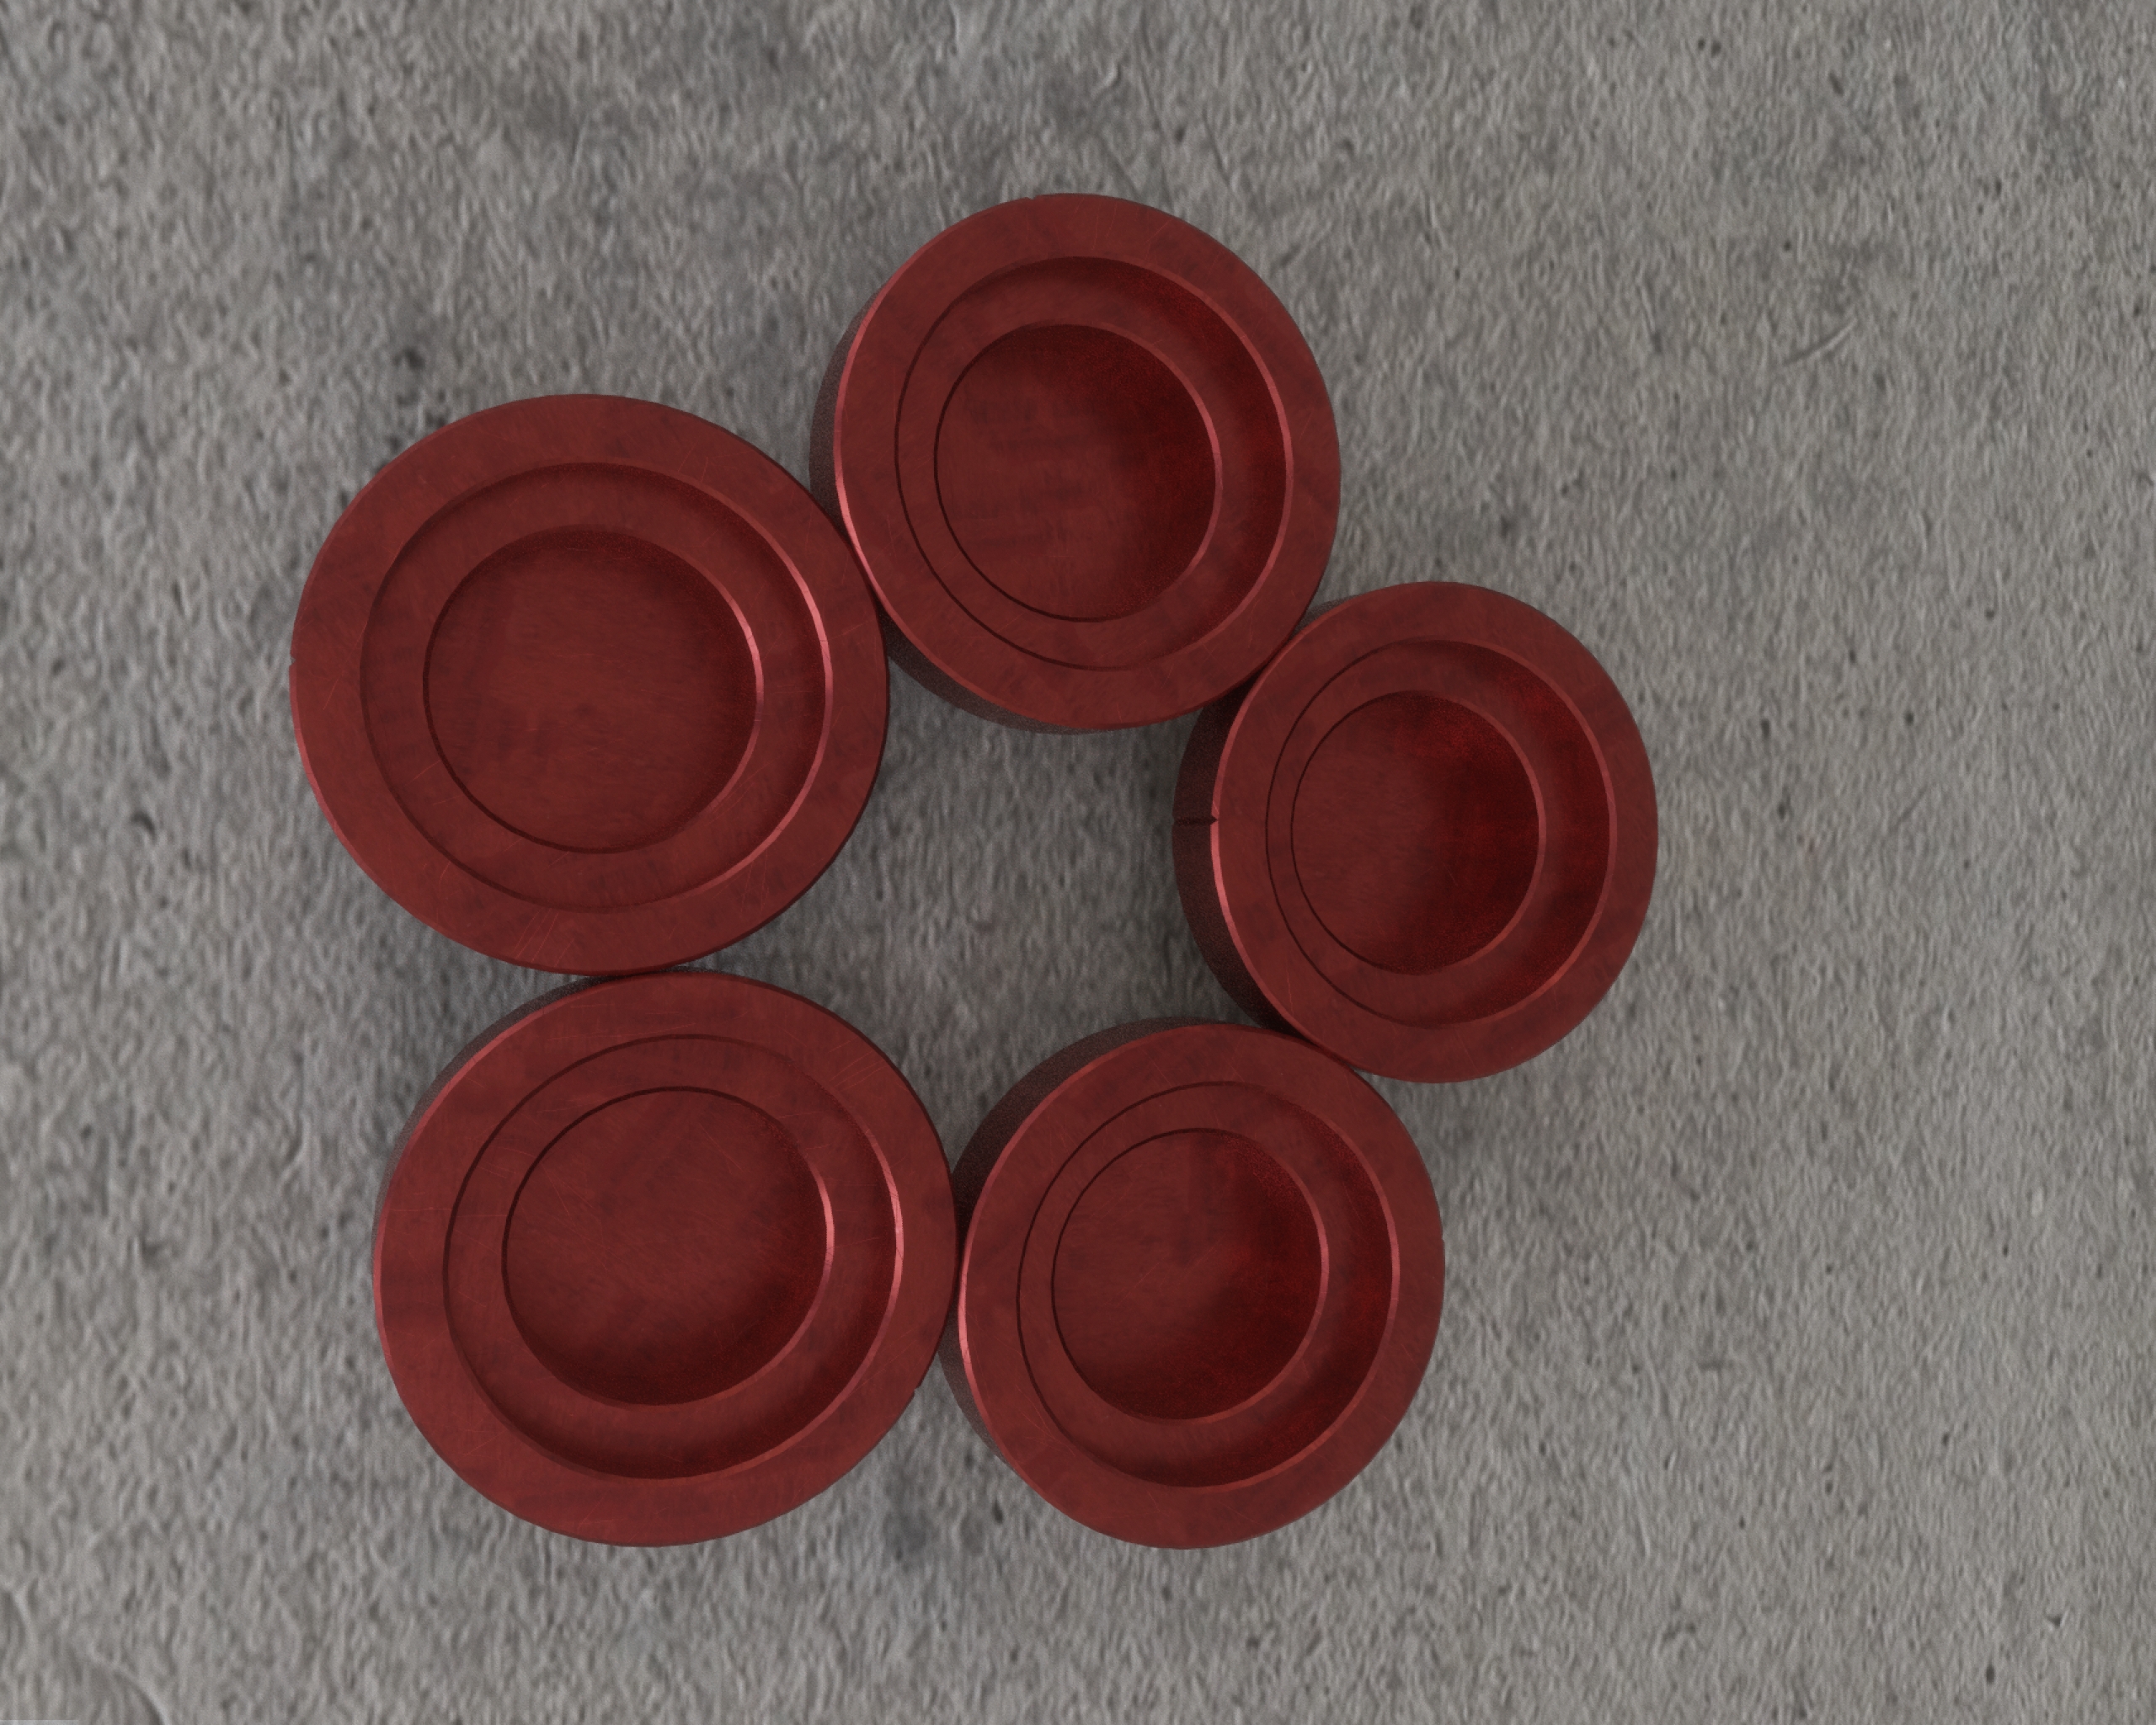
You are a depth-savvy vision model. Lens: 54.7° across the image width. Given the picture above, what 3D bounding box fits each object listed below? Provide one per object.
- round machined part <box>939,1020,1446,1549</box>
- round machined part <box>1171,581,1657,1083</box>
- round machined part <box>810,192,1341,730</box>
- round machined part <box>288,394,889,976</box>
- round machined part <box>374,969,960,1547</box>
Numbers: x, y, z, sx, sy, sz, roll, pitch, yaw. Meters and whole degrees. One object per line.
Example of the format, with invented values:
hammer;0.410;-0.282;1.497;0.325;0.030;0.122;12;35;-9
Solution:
round machined part;0.018;0.079;0.407;0.099;0.042;0.097;0;90;-20
round machined part;0.064;-0.006;0.423;0.099;0.042;0.097;0;90;-20
round machined part;-0.003;-0.073;0.398;0.099;0.042;0.097;0;90;-20
round machined part;-0.086;-0.030;0.368;0.099;0.042;0.097;0;90;-20
round machined part;-0.074;0.067;0.373;0.099;0.042;0.097;0;90;-20
